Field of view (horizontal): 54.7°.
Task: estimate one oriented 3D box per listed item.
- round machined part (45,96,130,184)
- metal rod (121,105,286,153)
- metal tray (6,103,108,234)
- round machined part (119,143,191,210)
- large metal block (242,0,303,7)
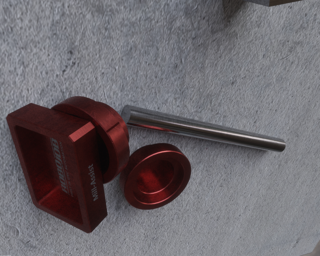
[{"bbox_3d":[-0.073,0.010,0.338,0.042,0.098,0.097,-44,142,-48],"label":"round machined part"},{"bbox_3d":[0.083,0.007,0.456,0.302,0.025,0.025,11,113,-33],"label":"metal rod"},{"bbox_3d":[-0.107,0.045,0.333,0.030,0.090,0.129,-44,142,-47],"label":"metal tray"},{"bbox_3d":[-0.010,0.062,0.429,0.099,0.042,0.097,-14,124,-21],"label":"round machined part"},{"bbox_3d":[0.110,-0.178,0.321,0.050,0.080,0.079,-17,126,-19],"label":"large metal block"}]
